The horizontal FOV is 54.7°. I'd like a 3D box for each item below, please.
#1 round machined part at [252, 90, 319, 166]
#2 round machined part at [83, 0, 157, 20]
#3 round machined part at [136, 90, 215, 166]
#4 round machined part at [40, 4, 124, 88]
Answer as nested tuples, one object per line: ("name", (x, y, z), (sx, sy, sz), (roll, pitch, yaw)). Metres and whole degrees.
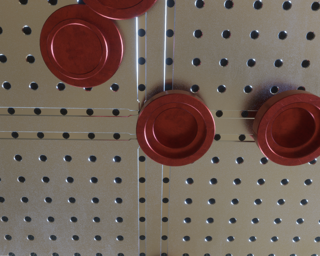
("round machined part", (0.170, -0.003, 0.406), (0.099, 0.042, 0.097), (0, 110, -1))
("round machined part", (-0.043, -0.170, 0.340), (0.099, 0.042, 0.097), (0, 109, -1))
("round machined part", (0.020, -0.003, 0.404), (0.099, 0.042, 0.097), (0, 110, -1))
("round machined part", (-0.094, -0.095, 0.368), (0.099, 0.042, 0.097), (0, 110, -1))
